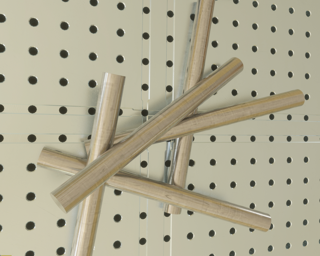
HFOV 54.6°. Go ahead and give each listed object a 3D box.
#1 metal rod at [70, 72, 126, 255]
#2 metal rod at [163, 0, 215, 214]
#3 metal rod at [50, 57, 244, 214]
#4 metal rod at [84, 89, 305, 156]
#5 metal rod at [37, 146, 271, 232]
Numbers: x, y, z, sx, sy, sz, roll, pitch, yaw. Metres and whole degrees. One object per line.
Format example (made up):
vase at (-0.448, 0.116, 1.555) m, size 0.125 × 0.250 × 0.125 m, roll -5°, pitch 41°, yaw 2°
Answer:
metal rod at (-0.079, 0.087, 0.353) m, size 0.025 × 0.025 × 0.298 m, roll 9°, pitch 98°, yaw -20°
metal rod at (0.041, -0.034, 0.427) m, size 0.025 × 0.025 × 0.299 m, roll 11°, pitch 86°, yaw -20°
metal rod at (0.006, -0.009, 0.368) m, size 0.302 × 0.025 × 0.025 m, roll -38°, pitch 103°, yaw -30°
metal rod at (0.055, -0.008, 0.403) m, size 0.302 × 0.025 × 0.025 m, roll -14°, pitch 95°, yaw -14°
metal rod at (0.002, 0.080, 0.389) m, size 0.302 × 0.025 × 0.025 m, roll 19°, pitch 84°, yaw -11°
